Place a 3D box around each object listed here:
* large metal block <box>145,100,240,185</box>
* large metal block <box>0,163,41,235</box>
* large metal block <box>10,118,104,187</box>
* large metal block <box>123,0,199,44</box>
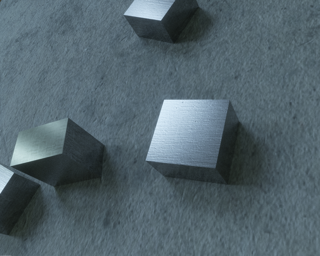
[{"bbox_3d":[0.040,0.014,0.357,0.080,0.050,0.080,3,63,29],"label":"large metal block"},{"bbox_3d":[-0.238,0.097,0.451,0.080,0.050,0.080,17,70,34],"label":"large metal block"},{"bbox_3d":[-0.133,0.036,0.414,0.080,0.080,0.050,-14,56,20],"label":"large metal block"},{"bbox_3d":[0.003,-0.190,0.501,0.080,0.050,0.080,23,74,36],"label":"large metal block"}]
